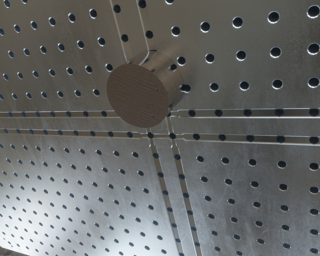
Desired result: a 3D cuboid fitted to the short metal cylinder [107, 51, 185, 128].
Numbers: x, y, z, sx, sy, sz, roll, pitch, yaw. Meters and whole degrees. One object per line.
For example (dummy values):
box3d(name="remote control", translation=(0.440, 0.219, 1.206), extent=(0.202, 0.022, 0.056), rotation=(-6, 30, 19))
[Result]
box3d(name="short metal cylinder", translation=(-0.017, -0.047, 0.375), extent=(0.080, 0.050, 0.080), rotation=(13, 124, 21))
